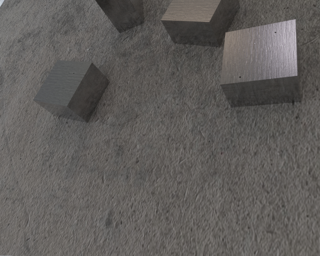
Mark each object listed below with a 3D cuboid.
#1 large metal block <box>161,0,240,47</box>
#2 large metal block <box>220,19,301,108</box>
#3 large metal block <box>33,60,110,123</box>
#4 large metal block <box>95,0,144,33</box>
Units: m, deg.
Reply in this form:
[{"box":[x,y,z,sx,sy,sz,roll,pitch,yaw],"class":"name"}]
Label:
[{"box":[0.061,-0.171,0.461,0.080,0.050,0.080,16,70,34],"class":"large metal block"},{"box":[0.121,-0.074,0.370,0.080,0.050,0.080,-3,60,26],"class":"large metal block"},{"box":[-0.142,-0.060,0.500,0.080,0.050,0.080,11,67,32],"class":"large metal block"},{"box":[-0.070,-0.232,0.548,0.050,0.080,0.080,-18,55,18],"class":"large metal block"}]
